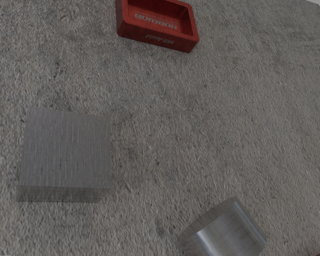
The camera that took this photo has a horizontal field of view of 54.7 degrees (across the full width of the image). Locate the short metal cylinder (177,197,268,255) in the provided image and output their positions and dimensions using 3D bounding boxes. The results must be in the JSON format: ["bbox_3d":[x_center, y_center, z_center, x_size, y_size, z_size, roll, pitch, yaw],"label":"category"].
[{"bbox_3d":[0.066,0.118,0.332,0.081,0.080,0.050,-29,78,-37],"label":"short metal cylinder"}]

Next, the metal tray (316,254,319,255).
[{"bbox_3d":[0.194,0.218,0.372,0.131,0.030,0.090,-12,68,-33],"label":"metal tray"}]

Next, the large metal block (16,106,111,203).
[{"bbox_3d":[-0.097,0.030,0.317,0.081,0.050,0.080,8,58,-24],"label":"large metal block"}]

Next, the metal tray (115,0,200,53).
[{"bbox_3d":[-0.005,-0.178,0.506,0.131,0.030,0.090,7,59,-25],"label":"metal tray"}]
